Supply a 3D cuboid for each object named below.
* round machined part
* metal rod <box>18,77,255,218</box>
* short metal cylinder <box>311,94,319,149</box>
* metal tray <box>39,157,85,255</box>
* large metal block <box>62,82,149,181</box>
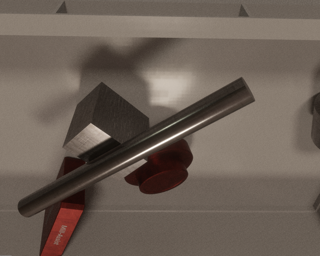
[{"bbox_3d":[0.000,0.057,0.424,0.099,0.042,0.098,-15,148,-10],"label":"round machined part"},{"bbox_3d":[-0.044,0.032,0.330,0.300,0.025,0.025,-29,125,22],"label":"metal rod"},{"bbox_3d":[0.227,-0.008,0.370,0.080,0.080,0.050,-10,130,8],"label":"short metal cylinder"},{"bbox_3d":[-0.144,0.118,0.456,0.030,0.090,0.129,14,125,-23],"label":"metal tray"},{"bbox_3d":[-0.061,0.004,0.376,0.050,0.080,0.080,-37,121,27],"label":"large metal block"}]
